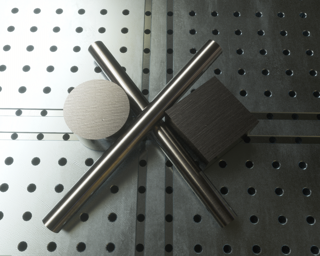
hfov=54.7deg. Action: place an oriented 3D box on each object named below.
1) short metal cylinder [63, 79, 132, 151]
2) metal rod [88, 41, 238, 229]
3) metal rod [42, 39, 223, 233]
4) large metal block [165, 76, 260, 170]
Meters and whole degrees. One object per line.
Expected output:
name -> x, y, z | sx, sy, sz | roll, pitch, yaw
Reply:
short metal cylinder -> -0.077, -0.016, 0.400 | 0.081, 0.050, 0.080 | 0, 70, 0
metal rod -> -0.006, -0.003, 0.408 | 0.025, 0.025, 0.300 | -34, 74, -12
metal rod -> -0.029, 0.005, 0.383 | 0.025, 0.025, 0.300 | 41, 83, 13
large metal block -> 0.063, -0.005, 0.396 | 0.080, 0.050, 0.080 | -37, 74, -12
